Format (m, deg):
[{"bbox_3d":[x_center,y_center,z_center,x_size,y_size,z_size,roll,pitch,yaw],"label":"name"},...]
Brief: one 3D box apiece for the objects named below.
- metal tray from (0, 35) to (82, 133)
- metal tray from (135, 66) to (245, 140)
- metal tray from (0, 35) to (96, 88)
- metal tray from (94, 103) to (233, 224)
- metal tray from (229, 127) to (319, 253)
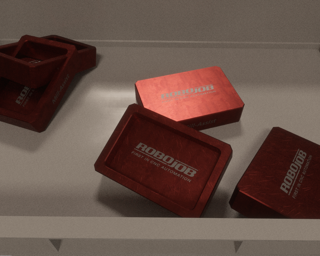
[{"bbox_3d":[-0.179,-0.066,0.434,0.090,0.030,0.130,15,66,12],"label":"metal tray"},{"bbox_3d":[0.038,-0.038,0.434,0.131,0.030,0.090,-13,51,-11],"label":"metal tray"},{"bbox_3d":[-0.168,-0.102,0.454,0.090,0.030,0.131,21,32,20],"label":"metal tray"},{"bbox_3d":[0.004,0.037,0.349,0.130,0.030,0.090,24,77,18],"label":"metal tray"},{"bbox_3d":[0.144,0.057,0.338,0.090,0.030,0.131,28,43,21],"label":"metal tray"}]
